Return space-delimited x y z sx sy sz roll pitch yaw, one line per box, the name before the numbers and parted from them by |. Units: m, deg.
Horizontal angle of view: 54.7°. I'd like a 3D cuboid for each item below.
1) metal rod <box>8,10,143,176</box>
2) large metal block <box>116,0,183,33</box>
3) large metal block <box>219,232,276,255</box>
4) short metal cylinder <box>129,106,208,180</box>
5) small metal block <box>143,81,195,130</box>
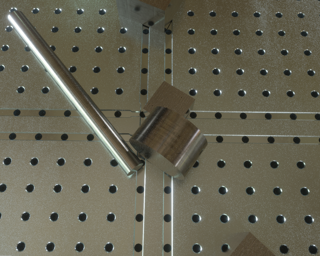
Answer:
metal rod | -0.125 -0.058 0.431 0.025 0.025 0.300 -37 74 -13
large metal block | -0.012 -0.205 0.473 0.080 0.050 0.080 25 72 8
large metal block | 0.097 0.173 0.337 0.080 0.050 0.080 42 75 13
short metal cylinder | 0.010 0.019 0.376 0.080 0.080 0.050 34 74 11
small metal block | 0.012 -0.028 0.422 0.050 0.025 0.050 32 73 10
